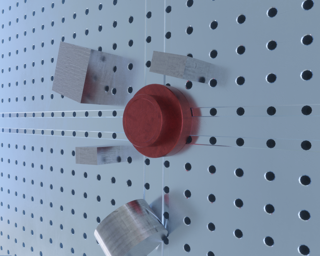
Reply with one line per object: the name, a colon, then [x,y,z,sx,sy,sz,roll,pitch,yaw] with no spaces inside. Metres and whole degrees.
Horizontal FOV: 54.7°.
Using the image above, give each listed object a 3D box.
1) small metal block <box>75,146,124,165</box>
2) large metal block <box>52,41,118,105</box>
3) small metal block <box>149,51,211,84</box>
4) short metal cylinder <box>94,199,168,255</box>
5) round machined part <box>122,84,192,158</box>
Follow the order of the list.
small metal block: [-0.091,0.040,0.465,0.050,0.050,0.025,-2,89,39]
large metal block: [-0.121,-0.087,0.490,0.080,0.050,0.079,23,104,37]
small metal block: [0.025,-0.073,0.371,0.050,0.050,0.025,20,103,38]
short metal cylinder: [-0.037,0.138,0.402,0.050,0.081,0.080,49,119,28]
round machined part: [-0.011,-0.009,0.405,0.098,0.042,0.097,0,90,39]
